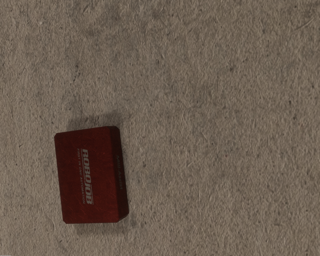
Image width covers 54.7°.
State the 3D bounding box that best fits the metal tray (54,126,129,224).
[{"bbox_3d":[-0.098,0.066,0.439,0.090,0.030,0.129,-8,88,19],"label":"metal tray"}]
